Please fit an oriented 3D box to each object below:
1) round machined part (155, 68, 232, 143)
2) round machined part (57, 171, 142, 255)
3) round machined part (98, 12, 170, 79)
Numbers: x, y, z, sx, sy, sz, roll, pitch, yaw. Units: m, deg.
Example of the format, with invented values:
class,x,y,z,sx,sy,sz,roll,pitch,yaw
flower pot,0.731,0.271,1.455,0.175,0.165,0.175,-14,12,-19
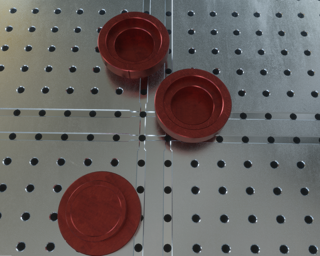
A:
class,x,y,z,sx,sy,sz,roll,pitch,yaw
round machined part,0.042,-0.027,0.413,0.099,0.042,0.098,0,70,-1
round machined part,-0.072,0.099,0.366,0.099,0.042,0.098,0,70,-1
round machined part,-0.036,-0.113,0.444,0.099,0.042,0.098,0,70,-1
